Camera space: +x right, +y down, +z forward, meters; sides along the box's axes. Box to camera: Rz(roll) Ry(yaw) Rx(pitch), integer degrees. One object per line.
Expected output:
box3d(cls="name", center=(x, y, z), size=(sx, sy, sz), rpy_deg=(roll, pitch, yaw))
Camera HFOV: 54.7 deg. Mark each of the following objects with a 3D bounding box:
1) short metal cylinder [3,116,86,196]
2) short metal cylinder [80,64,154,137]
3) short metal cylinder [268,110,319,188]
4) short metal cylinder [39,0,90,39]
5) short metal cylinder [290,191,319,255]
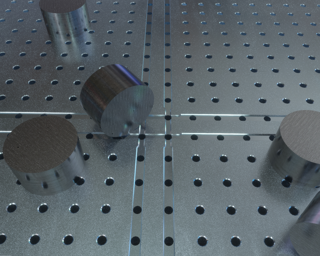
box3d(cls="short metal cylinder", center=(-0.133, 0.032, 0.363), size=(0.081, 0.050, 0.080), rpy_deg=(0, 50, 0))
box3d(cls="short metal cylinder", center=(-0.055, -0.035, 0.401), size=(0.081, 0.080, 0.050), rpy_deg=(-31, 57, -24))
box3d(cls="short metal cylinder", center=(0.179, 0.024, 0.373), size=(0.081, 0.050, 0.080), rpy_deg=(0, 50, 0))
box3d(cls="short metal cylinder", center=(-0.171, -0.207, 0.563), size=(0.081, 0.050, 0.080), rpy_deg=(0, 50, 0))
box3d(cls="short metal cylinder", center=(0.172, 0.102, 0.288), size=(0.080, 0.080, 0.050), rpy_deg=(37, 59, 26))
